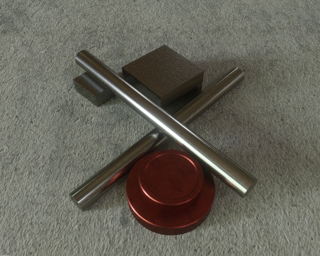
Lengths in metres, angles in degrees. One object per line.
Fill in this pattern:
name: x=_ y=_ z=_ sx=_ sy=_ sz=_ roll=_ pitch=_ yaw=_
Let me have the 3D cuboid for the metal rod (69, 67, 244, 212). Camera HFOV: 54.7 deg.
metal rod: x=0.014 y=0.000 z=0.407 sx=0.025 sy=0.025 sz=0.302 roll=37 pitch=59 yaw=26

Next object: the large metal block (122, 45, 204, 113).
large metal block: x=0.004 y=-0.066 z=0.445 sx=0.080 sy=0.050 sz=0.080 roll=-34 pitch=58 yaw=-26

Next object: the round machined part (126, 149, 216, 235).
round machined part: x=0.012 y=0.062 z=0.341 sx=0.099 sy=0.042 sz=0.098 roll=0 pitch=50 yaw=0

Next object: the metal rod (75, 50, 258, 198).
metal rod: x=-0.011 y=-0.020 z=0.389 sx=0.025 sy=0.025 sz=0.300 roll=-36 pitch=59 yaw=-27

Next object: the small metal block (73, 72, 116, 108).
small metal block: x=-0.090 y=-0.063 z=0.458 sx=0.050 sy=0.025 sz=0.050 roll=35 pitch=58 yaw=25
